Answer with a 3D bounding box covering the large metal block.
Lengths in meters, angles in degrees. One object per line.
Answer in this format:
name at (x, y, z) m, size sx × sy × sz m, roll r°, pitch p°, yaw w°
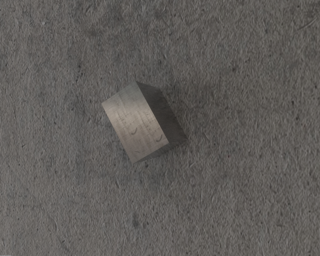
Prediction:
large metal block at (-0.016, -0.007, 0.386) m, size 0.050 × 0.080 × 0.080 m, roll -31°, pitch 80°, yaw 17°
